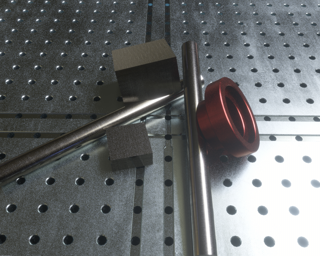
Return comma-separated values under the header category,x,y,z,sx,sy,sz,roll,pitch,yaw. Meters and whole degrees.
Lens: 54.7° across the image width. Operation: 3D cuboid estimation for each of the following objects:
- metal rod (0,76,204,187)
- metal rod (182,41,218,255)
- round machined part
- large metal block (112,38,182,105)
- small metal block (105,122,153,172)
category,x,y,z,sx,sy,sz,roll,pitch,yaw
metal rod,-0.065,-0.007,0.412,0.302,0.025,0.025,-27,56,-22
metal rod,0.045,0.002,0.386,0.025,0.025,0.300,0,56,0
round machined part,0.081,-0.010,0.383,0.042,0.098,0.098,-24,41,32
large metal block,-0.021,-0.083,0.441,0.081,0.050,0.080,-14,34,-3
small metal block,-0.039,0.023,0.388,0.050,0.025,0.050,-10,51,-9
